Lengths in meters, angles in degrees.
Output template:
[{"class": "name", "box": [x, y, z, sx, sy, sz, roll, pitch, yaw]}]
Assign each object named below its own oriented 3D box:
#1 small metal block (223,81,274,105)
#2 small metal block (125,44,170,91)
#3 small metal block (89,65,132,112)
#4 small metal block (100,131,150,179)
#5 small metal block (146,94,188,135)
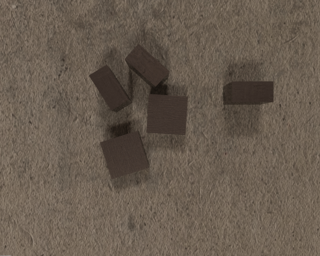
[{"class": "small metal block", "box": [0.112, -0.044, 0.399, 0.050, 0.050, 0.025, 0, 90, -1]}, {"class": "small metal block", "box": [-0.016, -0.076, 0.397, 0.050, 0.050, 0.025, 42, 90, -1]}, {"class": "small metal block", "box": [-0.061, -0.049, 0.397, 0.025, 0.050, 0.050, -32, 90, 0]}, {"class": "small metal block", "box": [-0.045, 0.035, 0.409, 0.050, 0.025, 0.050, -17, 90, -1]}, {"class": "small metal block", "box": [0.009, -0.017, 0.410, 0.050, 0.025, 0.050, 4, 90, -1]}]
